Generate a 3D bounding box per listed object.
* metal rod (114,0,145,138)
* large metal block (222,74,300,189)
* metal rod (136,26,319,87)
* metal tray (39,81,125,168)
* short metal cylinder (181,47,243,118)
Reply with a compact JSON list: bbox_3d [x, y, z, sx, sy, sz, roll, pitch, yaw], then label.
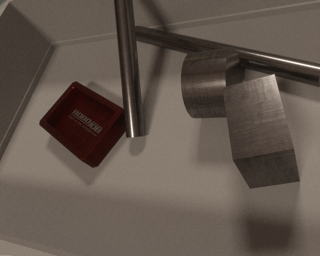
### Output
[{"bbox_3d":[-0.046,-0.137,0.416,0.025,0.025,0.298,-5,90,25],"label":"metal rod"},{"bbox_3d":[0.102,0.007,0.312,0.050,0.080,0.080,-14,56,20],"label":"large metal block"},{"bbox_3d":[0.072,-0.109,0.433,0.300,0.025,0.025,25,75,36],"label":"metal rod"},{"bbox_3d":[-0.114,-0.010,0.466,0.130,0.030,0.090,30,78,37],"label":"metal tray"},{"bbox_3d":[0.064,-0.052,0.368,0.050,0.080,0.080,-1,61,27],"label":"short metal cylinder"}]
